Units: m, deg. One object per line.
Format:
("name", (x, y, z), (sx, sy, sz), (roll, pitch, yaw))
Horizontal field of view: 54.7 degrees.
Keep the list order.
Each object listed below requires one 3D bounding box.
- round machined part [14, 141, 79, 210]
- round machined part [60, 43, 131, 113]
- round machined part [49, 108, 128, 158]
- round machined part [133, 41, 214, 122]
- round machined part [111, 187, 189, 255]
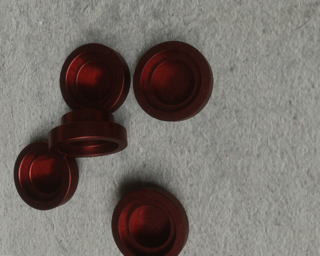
("round machined part", (-0.161, 0.067, 0.455), (0.098, 0.042, 0.097), (0, 90, 19))
("round machined part", (-0.085, -0.064, 0.429), (0.098, 0.042, 0.097), (0, 90, 19))
("round machined part", (-0.093, 0.006, 0.404), (0.098, 0.098, 0.042), (-14, 71, 19))
("round machined part", (0.019, -0.057, 0.393), (0.098, 0.042, 0.097), (0, 90, 19))
("round machined part", (-0.010, 0.125, 0.403), (0.098, 0.042, 0.097), (0, 90, 19))
